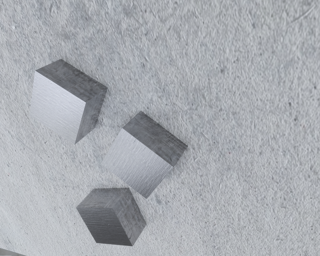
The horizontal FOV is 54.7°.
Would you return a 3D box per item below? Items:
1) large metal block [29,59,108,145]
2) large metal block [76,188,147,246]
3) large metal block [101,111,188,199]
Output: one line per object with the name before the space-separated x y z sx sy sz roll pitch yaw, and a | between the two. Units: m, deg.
large metal block | -0.130 -0.037 0.437 0.080 0.050 0.079 32 129 7
large metal block | -0.081 0.150 0.526 0.080 0.050 0.080 -9 114 32
large metal block | -0.022 0.037 0.426 0.080 0.050 0.080 37 129 3
